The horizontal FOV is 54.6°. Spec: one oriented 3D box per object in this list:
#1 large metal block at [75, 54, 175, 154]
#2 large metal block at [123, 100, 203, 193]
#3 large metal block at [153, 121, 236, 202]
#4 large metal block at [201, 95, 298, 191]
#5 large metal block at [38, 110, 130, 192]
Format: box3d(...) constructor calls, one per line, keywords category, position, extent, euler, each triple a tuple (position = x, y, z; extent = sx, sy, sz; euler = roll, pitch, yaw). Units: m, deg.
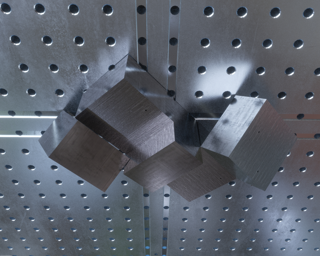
box3d(category="large metal block", position=(-0.040, -0.026, 0.373), extent=(0.080, 0.050, 0.080), euler=(-33, 123, 26))
box3d(category="large metal block", position=(0.003, 0.022, 0.393), extent=(0.080, 0.080, 0.050), euler=(-35, 123, 25))
box3d(category="large metal block", position=(0.047, 0.049, 0.437), extent=(0.080, 0.050, 0.080), euler=(-34, 121, 25))
box3d(category="large metal block", position=(0.111, 0.018, 0.383), extent=(0.080, 0.050, 0.080), euler=(41, 79, -30))
box3d(category="large metal block", position=(-0.097, 0.027, 0.388), extent=(0.080, 0.080, 0.050), euler=(41, 80, -29))
